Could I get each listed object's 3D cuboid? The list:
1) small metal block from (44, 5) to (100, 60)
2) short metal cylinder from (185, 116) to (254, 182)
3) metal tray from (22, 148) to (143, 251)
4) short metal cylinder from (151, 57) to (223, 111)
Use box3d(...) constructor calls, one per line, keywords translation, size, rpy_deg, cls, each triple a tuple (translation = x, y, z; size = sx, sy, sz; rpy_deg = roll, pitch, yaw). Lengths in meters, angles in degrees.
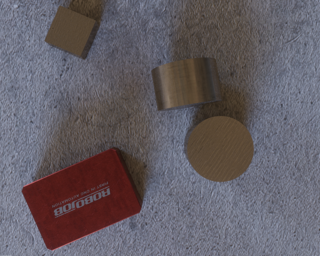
box3d(translation=(-0.115, -0.125, 0.409), size=(0.050, 0.025, 0.050), rpy_deg=(23, 90, 0), cls="small metal block")
box3d(translation=(0.073, 0.025, 0.398), size=(0.081, 0.050, 0.080), rpy_deg=(0, 90, 0), cls="short metal cylinder")
box3d(translation=(-0.099, 0.091, 0.407), size=(0.131, 0.030, 0.090), rpy_deg=(-24, 90, 0), cls="metal tray")
box3d(translation=(0.033, -0.052, 0.383), size=(0.080, 0.080, 0.050), rpy_deg=(-9, 90, 0), cls="short metal cylinder")
